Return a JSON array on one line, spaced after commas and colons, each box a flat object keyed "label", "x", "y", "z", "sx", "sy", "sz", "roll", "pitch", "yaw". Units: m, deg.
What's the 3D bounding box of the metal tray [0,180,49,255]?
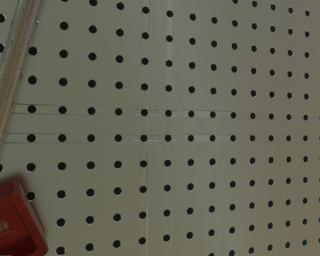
[{"label": "metal tray", "x": -0.196, "y": 0.121, "z": 0.321, "sx": 0.131, "sy": 0.030, "sz": 0.089, "roll": -22, "pitch": 120, "yaw": -19}]

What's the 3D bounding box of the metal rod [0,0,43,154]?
[{"label": "metal rod", "x": -0.172, "y": -0.050, "z": 0.348, "sx": 0.025, "sy": 0.025, "sz": 0.299, "roll": 15, "pitch": 85, "yaw": -20}]
